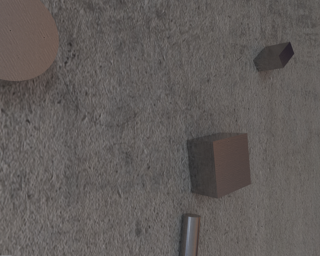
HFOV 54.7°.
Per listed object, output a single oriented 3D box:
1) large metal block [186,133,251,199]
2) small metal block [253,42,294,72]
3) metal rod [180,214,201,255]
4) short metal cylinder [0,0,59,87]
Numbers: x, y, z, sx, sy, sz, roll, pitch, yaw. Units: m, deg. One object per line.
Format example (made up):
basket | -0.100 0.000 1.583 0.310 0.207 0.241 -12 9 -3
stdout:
large metal block | 0.090 0.052 0.467 0.081 0.050 0.079 -10 97 -40
small metal block | 0.208 -0.130 0.566 0.050 0.050 0.025 -46 118 -30
metal rod | 0.033 0.274 0.434 0.025 0.025 0.298 9 84 -40
short metal cylinder | -0.139 -0.079 0.273 0.081 0.050 0.079 0 90 -40
